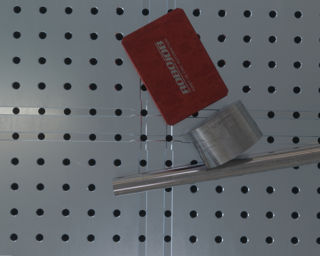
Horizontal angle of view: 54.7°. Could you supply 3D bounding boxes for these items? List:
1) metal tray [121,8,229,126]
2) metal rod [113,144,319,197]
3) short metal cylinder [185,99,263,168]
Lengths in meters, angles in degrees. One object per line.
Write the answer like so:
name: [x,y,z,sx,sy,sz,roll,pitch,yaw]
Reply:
metal tray: [0.019,-0.079,0.411,0.090,0.030,0.130,-29,90,0]
metal rod: [0.089,0.054,0.414,0.302,0.025,0.025,-9,90,0]
short metal cylinder: [0.079,0.007,0.387,0.080,0.080,0.050,-33,90,0]
